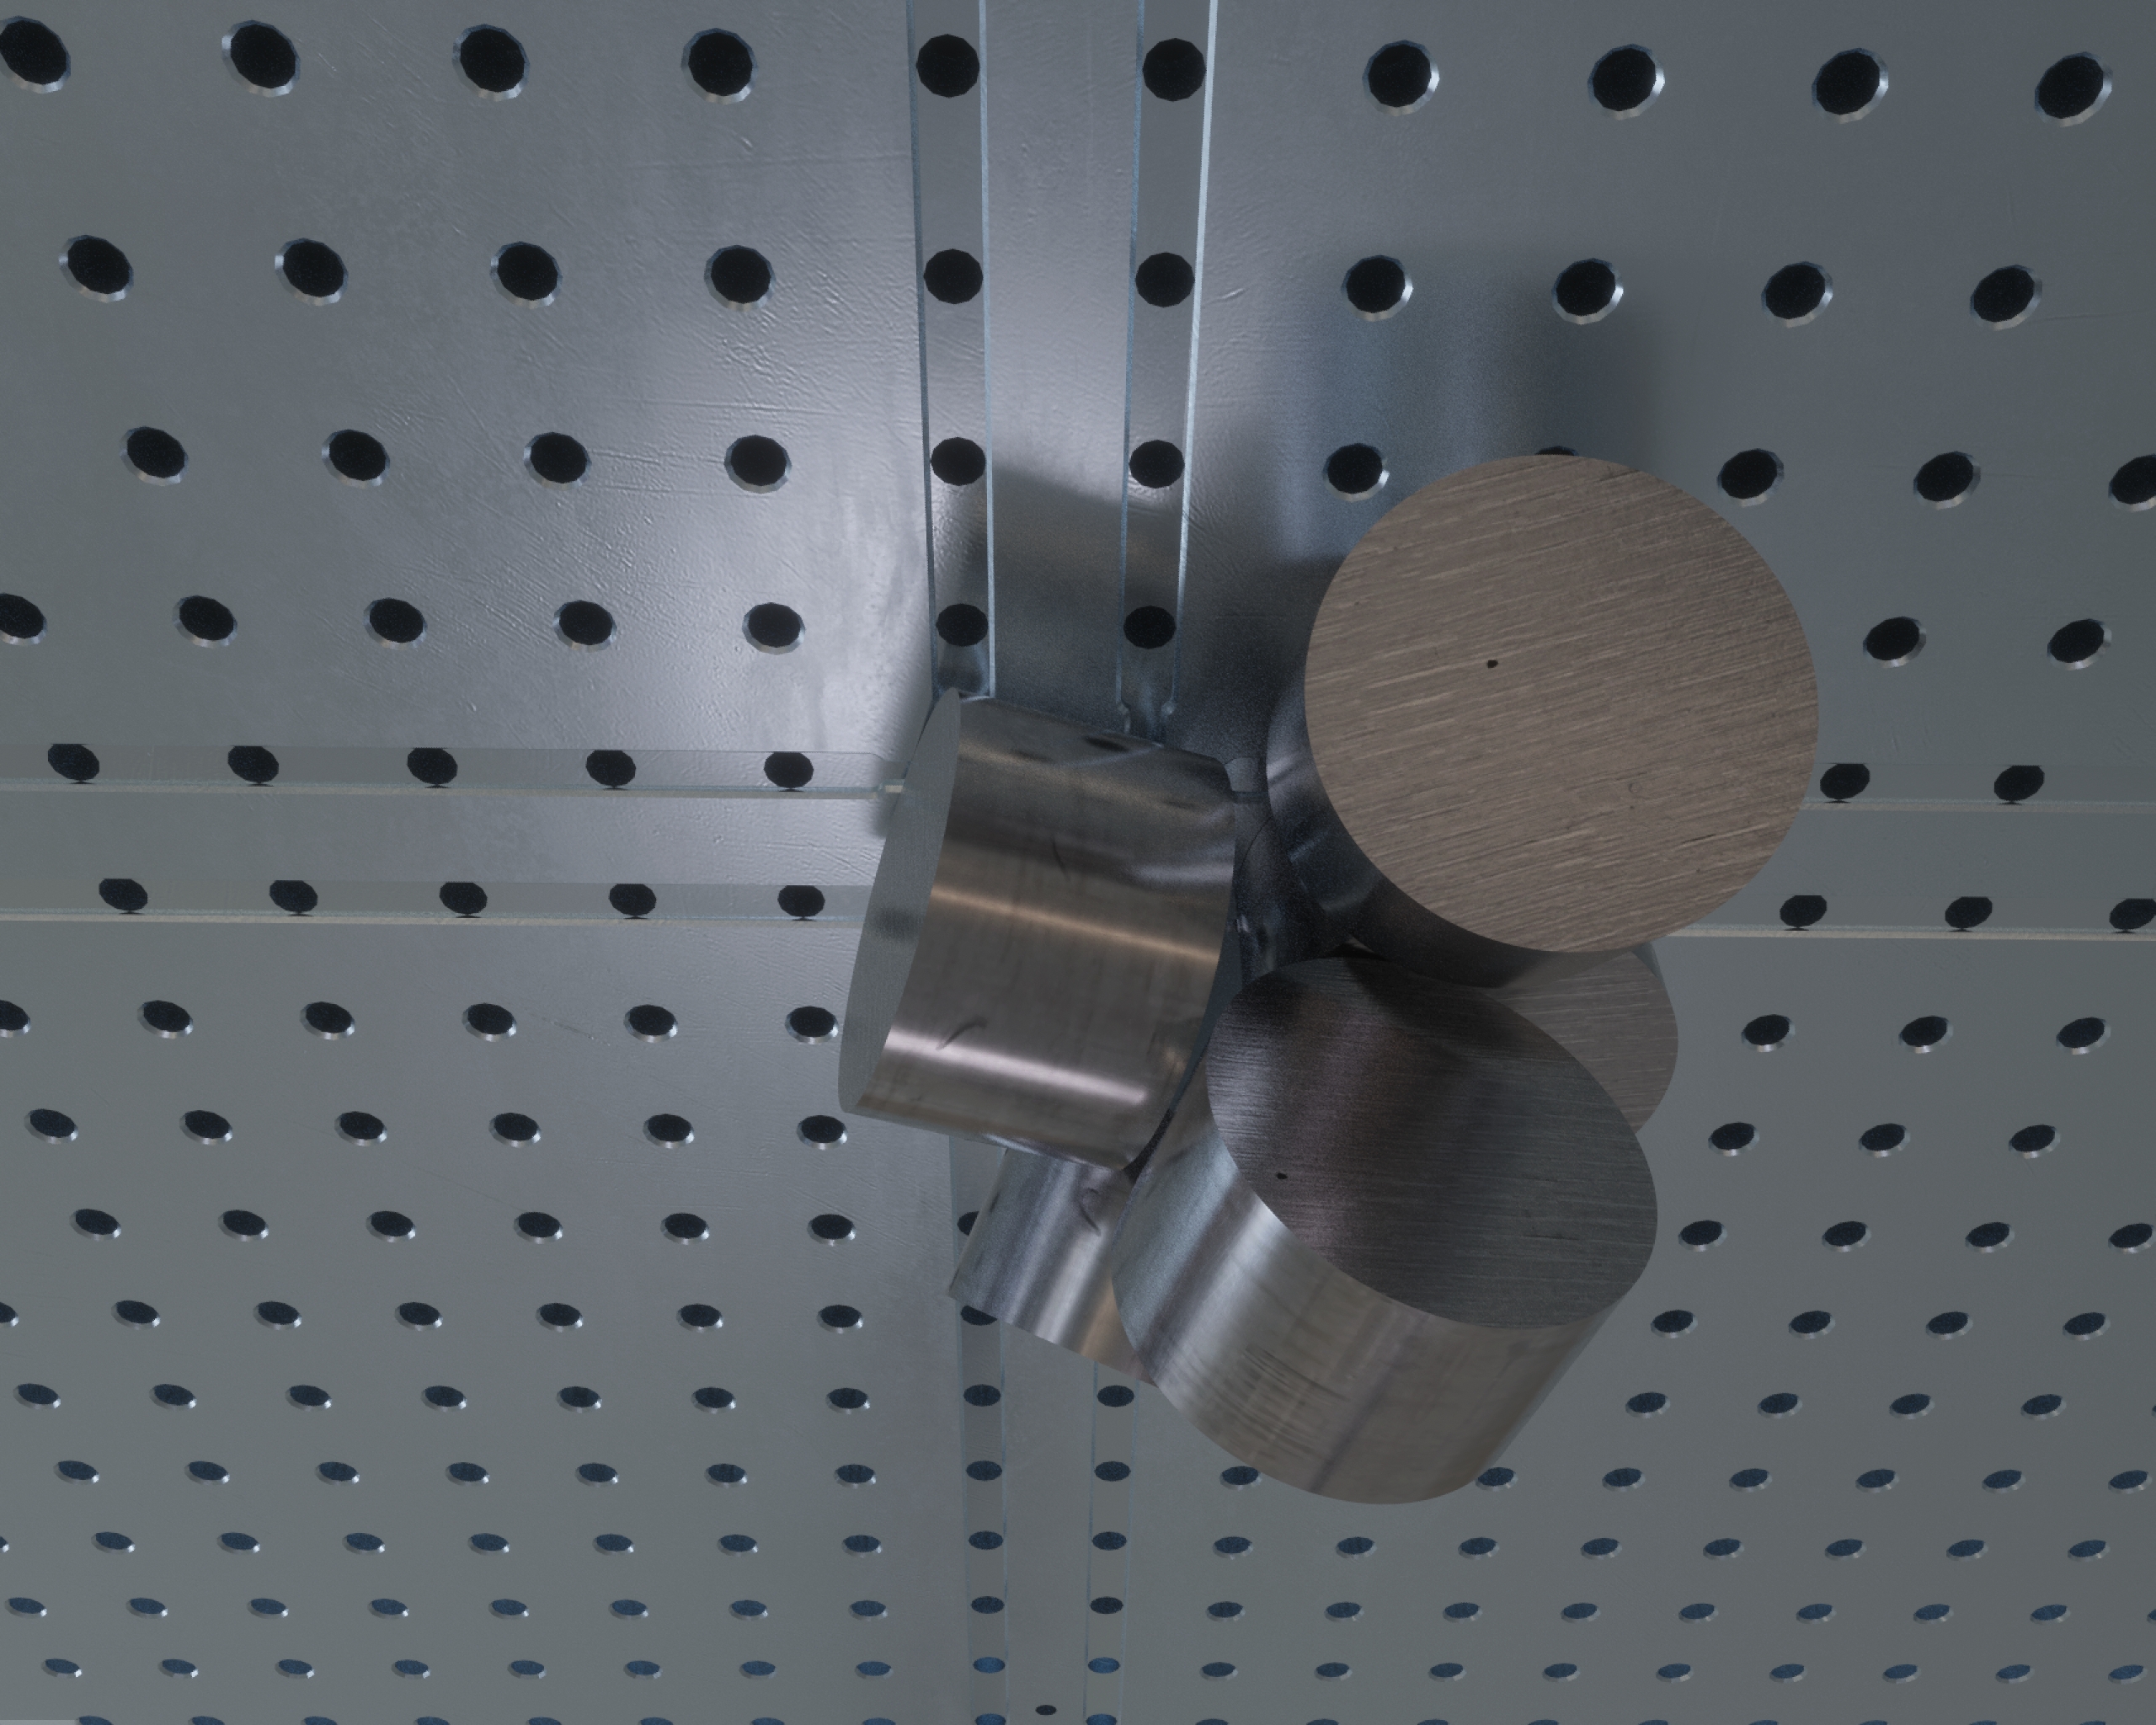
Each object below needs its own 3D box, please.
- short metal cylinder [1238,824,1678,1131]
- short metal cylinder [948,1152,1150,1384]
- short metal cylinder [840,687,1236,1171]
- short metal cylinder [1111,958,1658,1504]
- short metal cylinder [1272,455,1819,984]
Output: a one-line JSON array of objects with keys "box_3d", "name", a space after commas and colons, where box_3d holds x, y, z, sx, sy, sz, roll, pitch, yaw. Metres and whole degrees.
[{"box_3d": [0.073, 0.023, 0.414, 0.081, 0.050, 0.079, 0, 129, 0], "name": "short metal cylinder"}, {"box_3d": [0.019, 0.083, 0.439, 0.080, 0.050, 0.080, 22, 168, 5], "name": "short metal cylinder"}, {"box_3d": [-0.009, 0.013, 0.386, 0.050, 0.080, 0.079, 15, 129, -12], "name": "short metal cylinder"}, {"box_3d": [0.052, 0.062, 0.362, 0.081, 0.080, 0.050, 13, 129, -11], "name": "short metal cylinder"}, {"box_3d": [0.075, -0.021, 0.349, 0.081, 0.080, 0.050, 2, 170, -2], "name": "short metal cylinder"}]
